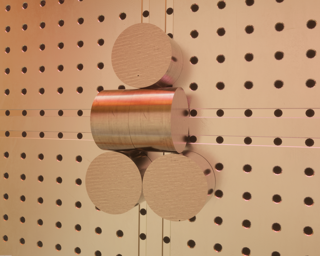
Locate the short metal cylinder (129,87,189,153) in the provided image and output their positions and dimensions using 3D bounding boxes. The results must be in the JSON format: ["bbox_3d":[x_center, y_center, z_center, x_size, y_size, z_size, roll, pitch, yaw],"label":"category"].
[{"bbox_3d":[0.001,-0.010,0.383,0.050,0.080,0.079,0,90,20],"label":"short metal cylinder"}]

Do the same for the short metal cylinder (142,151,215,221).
[{"bbox_3d":[0.025,0.070,0.388,0.080,0.050,0.079,0,90,19],"label":"short metal cylinder"}]

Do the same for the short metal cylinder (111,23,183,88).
[{"bbox_3d":[-0.015,-0.089,0.404,0.080,0.050,0.079,0,90,19],"label":"short metal cylinder"}]

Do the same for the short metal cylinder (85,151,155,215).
[{"bbox_3d":[-0.051,0.070,0.415,0.080,0.050,0.079,0,90,19],"label":"short metal cylinder"}]

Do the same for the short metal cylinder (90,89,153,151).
[{"bbox_3d":[-0.046,-0.010,0.399,0.050,0.080,0.079,0,90,20],"label":"short metal cylinder"}]
